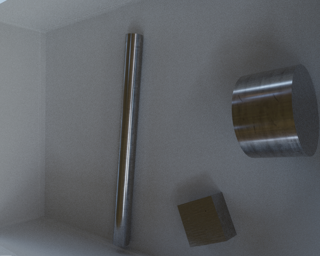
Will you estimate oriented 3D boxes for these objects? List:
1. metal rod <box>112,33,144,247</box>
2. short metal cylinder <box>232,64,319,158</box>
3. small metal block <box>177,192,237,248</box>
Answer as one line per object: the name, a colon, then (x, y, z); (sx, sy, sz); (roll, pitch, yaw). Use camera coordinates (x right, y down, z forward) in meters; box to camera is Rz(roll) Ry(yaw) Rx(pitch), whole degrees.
metal rod: (-0.046, 0.019, 0.442); (0.025, 0.025, 0.298); (7, 94, 39)
short metal cylinder: (0.107, -0.013, 0.282); (0.050, 0.081, 0.080); (-7, 86, 39)
small metal block: (0.054, 0.107, 0.361); (0.050, 0.025, 0.050); (-28, 73, 36)
